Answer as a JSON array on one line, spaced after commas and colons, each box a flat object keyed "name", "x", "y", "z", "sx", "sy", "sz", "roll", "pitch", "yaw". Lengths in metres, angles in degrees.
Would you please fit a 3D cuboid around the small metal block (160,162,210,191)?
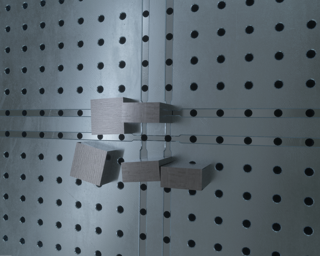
[{"name": "small metal block", "x": 0.033, "y": 0.059, "z": 0.387, "sx": 0.050, "sy": 0.050, "sz": 0.025, "roll": 1, "pitch": 91, "yaw": 19}]

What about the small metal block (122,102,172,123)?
[{"name": "small metal block", "x": -0.016, "y": -0.019, "z": 0.404, "sx": 0.050, "sy": 0.050, "sz": 0.025, "roll": 1, "pitch": 91, "yaw": 19}]

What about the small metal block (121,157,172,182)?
[{"name": "small metal block", "x": -0.016, "y": 0.054, "z": 0.404, "sx": 0.050, "sy": 0.050, "sz": 0.025, "roll": -5, "pitch": 88, "yaw": 19}]

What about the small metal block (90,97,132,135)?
[{"name": "small metal block", "x": -0.068, "y": -0.016, "z": 0.436, "sx": 0.050, "sy": 0.025, "sz": 0.050, "roll": -2, "pitch": 89, "yaw": 19}]

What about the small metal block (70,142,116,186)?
[{"name": "small metal block", "x": -0.097, "y": 0.050, "z": 0.445, "sx": 0.050, "sy": 0.025, "sz": 0.050, "roll": 14, "pitch": 95, "yaw": 19}]
